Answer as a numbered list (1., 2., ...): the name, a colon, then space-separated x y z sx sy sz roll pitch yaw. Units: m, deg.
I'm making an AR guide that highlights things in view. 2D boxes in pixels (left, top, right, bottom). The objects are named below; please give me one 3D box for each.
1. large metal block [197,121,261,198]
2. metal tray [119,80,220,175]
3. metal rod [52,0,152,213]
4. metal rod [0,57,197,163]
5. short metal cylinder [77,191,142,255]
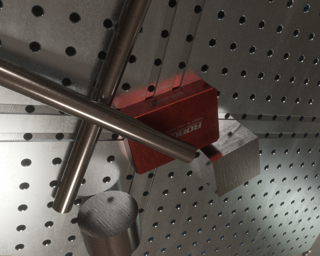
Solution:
1. large metal block: 0.107 0.049 0.487 0.080 0.050 0.080 -26 128 -13
2. metal tray: 0.016 -0.001 0.417 0.131 0.030 0.089 -22 127 -16
3. metal rod: -0.070 -0.025 0.358 0.025 0.025 0.298 11 113 -34
4. metal rod: -0.082 -0.022 0.324 0.302 0.025 0.025 25 105 -28
5. short metal cylinder: -0.067 0.132 0.422 0.081 0.080 0.050 -17 126 -19
